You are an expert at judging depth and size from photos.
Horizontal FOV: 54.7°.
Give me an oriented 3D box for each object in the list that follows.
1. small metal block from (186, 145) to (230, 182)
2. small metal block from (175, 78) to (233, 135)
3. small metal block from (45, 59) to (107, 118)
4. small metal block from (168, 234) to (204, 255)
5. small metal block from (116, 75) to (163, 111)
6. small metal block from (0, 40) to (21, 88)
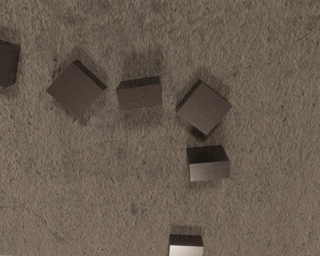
[{"bbox_3d":[0.063,0.046,0.414,0.050,0.050,0.025,-5,110,1],"label":"small metal block"},{"bbox_3d":[0.056,-0.027,0.401,0.050,0.025,0.050,36,106,-13],"label":"small metal block"},{"bbox_3d":[-0.104,-0.050,0.390,0.050,0.025,0.050,-42,105,13],"label":"small metal block"},{"bbox_3d":[0.039,0.195,0.482,0.050,0.025,0.050,3,110,-2],"label":"small metal block"},{"bbox_3d":[-0.024,-0.044,0.380,0.050,0.050,0.025,-8,110,2],"label":"small metal block"},{"bbox_3d":[-0.204,-0.082,0.377,0.050,0.025,0.050,15,109,-6],"label":"small metal block"}]
